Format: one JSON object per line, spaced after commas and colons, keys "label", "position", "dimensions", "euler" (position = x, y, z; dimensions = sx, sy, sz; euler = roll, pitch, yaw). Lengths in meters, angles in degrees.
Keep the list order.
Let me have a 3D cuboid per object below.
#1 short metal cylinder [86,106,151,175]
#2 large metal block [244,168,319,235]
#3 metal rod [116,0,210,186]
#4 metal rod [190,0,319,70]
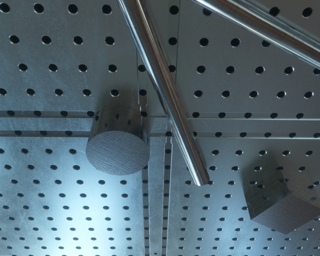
{"label": "short metal cylinder", "position": [-0.053, 0.017, 0.410], "dimensions": [0.081, 0.050, 0.079], "euler": [0, 130, 0]}
{"label": "large metal block", "position": [0.199, 0.120, 0.500], "dimensions": [0.080, 0.050, 0.080], "euler": [26, 125, -21]}
{"label": "metal rod", "position": [0.016, -0.028, 0.387], "dimensions": [0.025, 0.025, 0.299], "euler": [-15, 129, 12]}
{"label": "metal rod", "position": [0.103, -0.108, 0.320], "dimensions": [0.302, 0.025, 0.025], "euler": [21, 127, -17]}
